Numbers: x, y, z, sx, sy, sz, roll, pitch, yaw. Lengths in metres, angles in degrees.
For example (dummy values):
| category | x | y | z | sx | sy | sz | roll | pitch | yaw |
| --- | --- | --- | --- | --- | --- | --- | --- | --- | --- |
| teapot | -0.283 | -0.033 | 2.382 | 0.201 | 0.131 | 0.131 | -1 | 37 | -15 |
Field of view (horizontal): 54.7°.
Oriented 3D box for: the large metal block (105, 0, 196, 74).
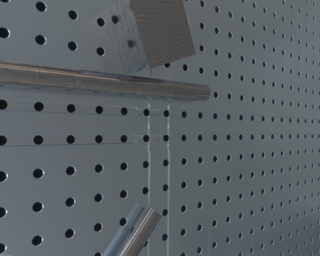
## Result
| category | x | y | z | sx | sy | sz | roll | pitch | yaw |
| --- | --- | --- | --- | --- | --- | --- | --- | --- | --- |
| large metal block | -0.009 | -0.118 | 0.385 | 0.081 | 0.050 | 0.080 | -26 | 107 | -37 |

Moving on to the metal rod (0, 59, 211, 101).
| category | x | y | z | sx | sy | sz | roll | pitch | yaw |
| --- | --- | --- | --- | --- | --- | --- | --- | --- | --- |
| metal rod | -0.049 | -0.052 | 0.367 | 0.302 | 0.025 | 0.025 | -1 | 91 | -40 |

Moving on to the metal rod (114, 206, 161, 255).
| category | x | y | z | sx | sy | sz | roll | pitch | yaw |
| --- | --- | --- | --- | --- | --- | --- | --- | --- | --- |
| metal rod | -0.087 | 0.219 | 0.336 | 0.025 | 0.025 | 0.301 | 51 | 60 | -28 |
